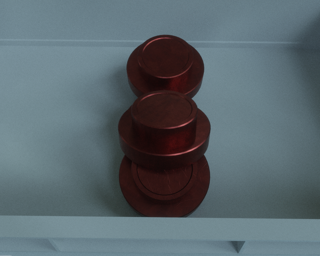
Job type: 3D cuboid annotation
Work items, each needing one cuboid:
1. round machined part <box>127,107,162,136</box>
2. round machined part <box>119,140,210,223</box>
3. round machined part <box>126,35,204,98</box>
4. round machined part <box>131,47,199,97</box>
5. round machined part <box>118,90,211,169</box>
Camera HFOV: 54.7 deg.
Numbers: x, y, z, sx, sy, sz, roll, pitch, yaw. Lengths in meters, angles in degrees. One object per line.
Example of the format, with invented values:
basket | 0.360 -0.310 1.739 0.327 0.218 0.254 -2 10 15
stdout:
round machined part | 0.003 -0.013 0.403 0.099 0.042 0.098 0 49 0
round machined part | 0.005 0.049 0.333 0.099 0.042 0.098 0 65 0
round machined part | 0.007 -0.078 0.391 0.099 0.042 0.098 0 62 0
round machined part | 0.007 -0.086 0.450 0.099 0.042 0.098 0 34 0
round machined part | 0.005 -0.005 0.330 0.099 0.042 0.098 0 39 0
